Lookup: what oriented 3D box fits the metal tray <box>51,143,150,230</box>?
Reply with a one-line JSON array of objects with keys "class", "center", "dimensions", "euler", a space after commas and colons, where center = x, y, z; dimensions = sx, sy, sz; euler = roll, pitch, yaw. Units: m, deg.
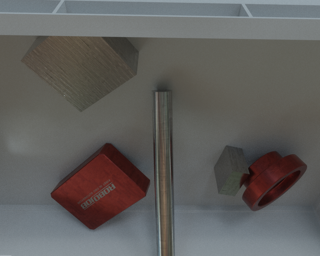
[{"class": "metal tray", "center": [-0.091, 0.092, 0.466], "dimensions": [0.130, 0.030, 0.090], "euler": [-38, 105, 27]}]

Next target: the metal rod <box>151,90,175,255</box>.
[{"class": "metal rod", "center": [0.006, 0.099, 0.410], "dimensions": [0.025, 0.025, 0.298], "euler": [-1, 104, 1]}]

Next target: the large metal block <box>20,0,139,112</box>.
[{"class": "large metal block", "center": [-0.080, -0.076, 0.327], "dimensions": [0.080, 0.050, 0.080], "euler": [-30, 124, 23]}]

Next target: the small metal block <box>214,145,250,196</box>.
[{"class": "small metal block", "center": [0.102, 0.062, 0.447], "dimensions": [0.025, 0.050, 0.050], "euler": [11, 129, -10]}]

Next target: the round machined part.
[{"class": "round machined part", "center": [0.156, 0.071, 0.442], "dimensions": [0.099, 0.042, 0.097], "euler": [-26, 146, -19]}]
